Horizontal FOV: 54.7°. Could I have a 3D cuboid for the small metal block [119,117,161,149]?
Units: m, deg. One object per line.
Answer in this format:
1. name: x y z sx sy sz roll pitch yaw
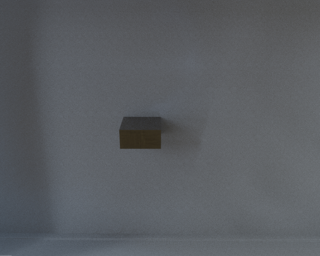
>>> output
1. small metal block: -0.024 0.005 0.400 0.050 0.050 0.025 0 110 -1
